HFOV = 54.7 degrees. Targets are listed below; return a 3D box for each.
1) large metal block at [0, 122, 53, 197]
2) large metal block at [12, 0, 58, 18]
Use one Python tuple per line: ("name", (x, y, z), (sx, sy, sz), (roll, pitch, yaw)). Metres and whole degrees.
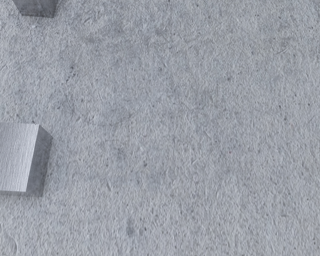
("large metal block", (-0.186, 0.039, 0.379), (0.080, 0.050, 0.080), (3, 70, 1))
("large metal block", (-0.187, -0.224, 0.459), (0.050, 0.080, 0.080), (5, 70, 2))
